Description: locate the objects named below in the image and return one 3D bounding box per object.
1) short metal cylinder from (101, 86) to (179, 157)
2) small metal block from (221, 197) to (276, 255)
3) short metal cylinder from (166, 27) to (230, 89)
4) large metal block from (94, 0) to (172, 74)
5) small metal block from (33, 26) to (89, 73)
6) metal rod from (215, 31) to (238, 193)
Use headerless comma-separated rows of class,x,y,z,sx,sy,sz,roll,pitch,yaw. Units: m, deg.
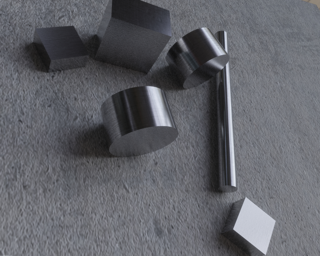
short metal cylinder,-0.024,-0.005,0.360,0.081,0.080,0.050,-3,63,-30
small metal block,0.112,0.125,0.390,0.050,0.025,0.050,39,51,-2
short metal cylinder,0.056,-0.103,0.463,0.081,0.080,0.050,-21,74,-36
large metal block,-0.039,-0.128,0.427,0.081,0.080,0.050,11,57,-23
small metal block,-0.127,-0.102,0.398,0.050,0.025,0.050,-19,72,-36
metal rod,0.100,-0.045,0.487,0.025,0.025,0.300,18,55,-18
